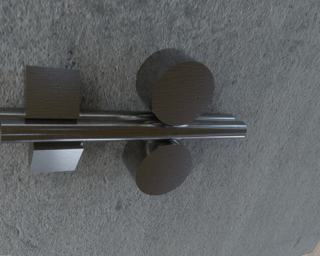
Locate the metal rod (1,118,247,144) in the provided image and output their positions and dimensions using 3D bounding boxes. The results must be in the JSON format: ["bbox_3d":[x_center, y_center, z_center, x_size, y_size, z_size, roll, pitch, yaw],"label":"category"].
[{"bbox_3d":[-0.019,0.002,0.367,0.303,0.025,0.025,0,119,-28],"label":"metal rod"}]

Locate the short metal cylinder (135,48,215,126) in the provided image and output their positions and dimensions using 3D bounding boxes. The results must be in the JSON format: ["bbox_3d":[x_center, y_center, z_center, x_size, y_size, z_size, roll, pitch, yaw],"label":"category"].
[{"bbox_3d":[0.017,-0.049,0.371,0.081,0.050,0.079,-14,124,-21],"label":"short metal cylinder"}]

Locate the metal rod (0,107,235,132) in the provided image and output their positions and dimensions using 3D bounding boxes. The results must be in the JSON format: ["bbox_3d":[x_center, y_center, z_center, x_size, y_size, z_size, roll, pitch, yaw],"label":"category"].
[{"bbox_3d":[-0.030,-0.009,0.386,0.303,0.025,0.025,0,119,-29],"label":"metal rod"}]

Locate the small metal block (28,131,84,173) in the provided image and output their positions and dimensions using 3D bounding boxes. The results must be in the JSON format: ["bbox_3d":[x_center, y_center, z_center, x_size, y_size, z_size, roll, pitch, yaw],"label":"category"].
[{"bbox_3d":[-0.118,0.026,0.347,0.050,0.025,0.050,0,145,-29],"label":"small metal block"}]

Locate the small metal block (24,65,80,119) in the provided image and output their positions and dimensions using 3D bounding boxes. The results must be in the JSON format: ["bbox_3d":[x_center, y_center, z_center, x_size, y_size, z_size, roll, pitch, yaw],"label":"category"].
[{"bbox_3d":[-0.110,-0.034,0.315,0.050,0.025,0.050,0,91,-28],"label":"small metal block"}]

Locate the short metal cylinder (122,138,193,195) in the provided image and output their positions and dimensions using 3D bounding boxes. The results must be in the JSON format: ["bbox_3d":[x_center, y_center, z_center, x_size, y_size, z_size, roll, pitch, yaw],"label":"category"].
[{"bbox_3d":[-0.004,0.043,0.417,0.081,0.050,0.079,-14,124,-21],"label":"short metal cylinder"}]
